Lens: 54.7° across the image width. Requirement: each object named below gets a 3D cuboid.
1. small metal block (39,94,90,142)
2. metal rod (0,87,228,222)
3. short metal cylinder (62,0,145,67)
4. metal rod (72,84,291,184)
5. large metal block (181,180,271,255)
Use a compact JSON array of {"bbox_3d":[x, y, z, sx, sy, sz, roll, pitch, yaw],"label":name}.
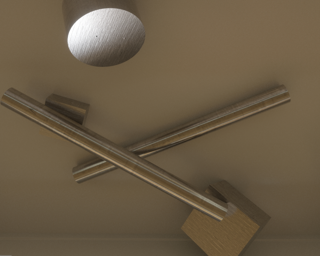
[{"bbox_3d":[-0.125,-0.012,0.405,0.050,0.025,0.050,17,109,-7],"label":"small metal block"},{"bbox_3d":[-0.052,0.035,0.382,0.301,0.025,0.025,29,107,-4],"label":"metal rod"},{"bbox_3d":[-0.061,-0.112,0.334,0.081,0.050,0.080,-14,152,-7],"label":"short metal cylinder"},{"bbox_3d":[0.023,0.011,0.415,0.301,0.025,0.025,-22,109,7],"label":"metal rod"},{"bbox_3d":[0.090,0.131,0.426,0.080,0.050,0.080,39,110,29],"label":"large metal block"}]
